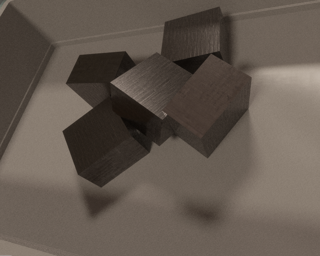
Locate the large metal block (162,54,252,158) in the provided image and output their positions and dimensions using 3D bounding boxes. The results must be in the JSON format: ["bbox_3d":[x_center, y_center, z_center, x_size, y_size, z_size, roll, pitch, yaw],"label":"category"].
[{"bbox_3d":[0.055,-0.021,0.347,0.050,0.080,0.080,37,82,22],"label":"large metal block"}]

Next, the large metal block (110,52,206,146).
[{"bbox_3d":[-0.003,-0.038,0.382,0.080,0.050,0.080,36,57,22],"label":"large metal block"}]

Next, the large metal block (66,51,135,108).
[{"bbox_3d":[-0.070,-0.062,0.443,0.080,0.080,0.050,3,64,29],"label":"large metal block"}]

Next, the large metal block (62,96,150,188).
[{"bbox_3d":[-0.074,0.018,0.415,0.080,0.050,0.080,-36,51,4],"label":"large metal block"}]

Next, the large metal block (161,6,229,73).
[{"bbox_3d":[0.050,-0.112,0.431,0.080,0.050,0.080,-8,58,23],"label":"large metal block"}]
